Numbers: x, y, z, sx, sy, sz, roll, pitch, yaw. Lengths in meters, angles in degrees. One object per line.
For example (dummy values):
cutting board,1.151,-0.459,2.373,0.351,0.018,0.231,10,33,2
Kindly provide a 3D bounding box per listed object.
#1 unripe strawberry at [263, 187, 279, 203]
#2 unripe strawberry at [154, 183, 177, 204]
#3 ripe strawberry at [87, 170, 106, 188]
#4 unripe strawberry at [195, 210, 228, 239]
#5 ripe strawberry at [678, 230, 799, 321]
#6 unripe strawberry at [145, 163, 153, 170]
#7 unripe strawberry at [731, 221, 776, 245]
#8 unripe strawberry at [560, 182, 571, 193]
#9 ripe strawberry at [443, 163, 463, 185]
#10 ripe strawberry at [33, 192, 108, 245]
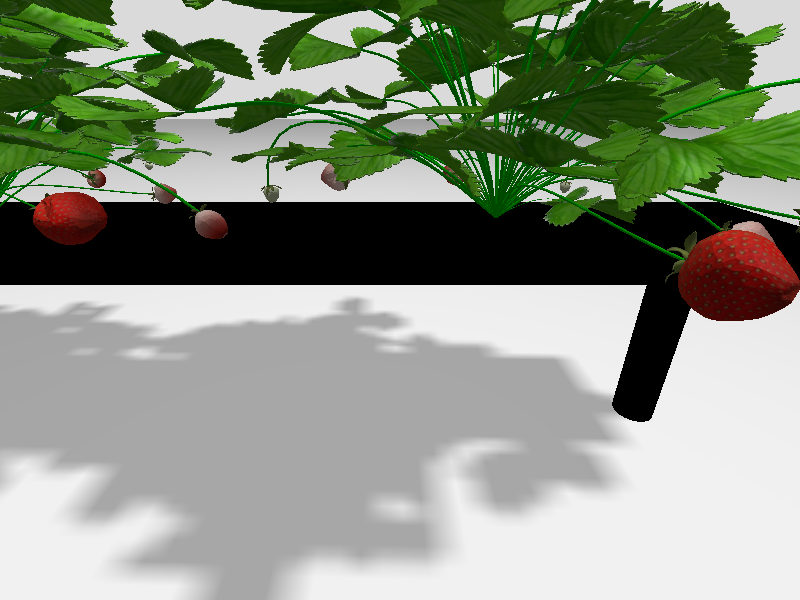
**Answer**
unripe strawberry,-0.124,-0.102,0.388,0.016,0.015,0.014,5,26,11
unripe strawberry,-0.237,-0.108,0.405,0.020,0.020,0.019,-11,28,-23
ripe strawberry,-0.359,-0.144,0.475,0.018,0.021,0.020,1,13,2
unripe strawberry,-0.137,-0.055,0.293,0.020,0.023,0.023,-46,6,29
ripe strawberry,0.153,-0.009,0.180,0.039,0.041,0.042,-9,28,-18
unripe strawberry,-0.339,-0.181,0.541,0.009,0.010,0.010,3,26,6
unripe strawberry,0.212,-0.033,0.243,0.028,0.027,0.026,36,41,28
unripe strawberry,0.186,-0.126,0.451,0.011,0.012,0.012,22,33,37
ripe strawberry,0.067,-0.156,0.492,0.030,0.027,0.027,-3,17,-6
ripe strawberry,-0.223,-0.055,0.274,0.037,0.036,0.040,14,29,25
